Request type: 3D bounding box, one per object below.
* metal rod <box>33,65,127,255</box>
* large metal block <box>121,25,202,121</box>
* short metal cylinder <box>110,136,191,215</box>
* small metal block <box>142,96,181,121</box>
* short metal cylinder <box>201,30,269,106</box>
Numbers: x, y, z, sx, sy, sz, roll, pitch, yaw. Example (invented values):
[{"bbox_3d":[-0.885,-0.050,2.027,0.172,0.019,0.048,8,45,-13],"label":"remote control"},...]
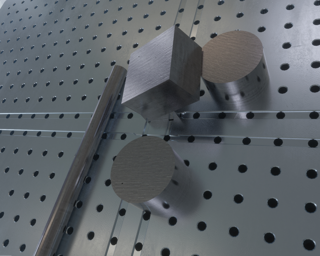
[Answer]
[{"bbox_3d":[-0.106,0.038,0.440,0.025,0.025,0.300,4,63,30],"label":"metal rod"},{"bbox_3d":[0.003,-0.065,0.383,0.080,0.050,0.080,-21,51,41],"label":"large metal block"},{"bbox_3d":[-0.010,0.056,0.363,0.080,0.050,0.080,-13,56,21],"label":"short metal cylinder"},{"bbox_3d":[0.002,-0.039,0.431,0.050,0.025,0.050,-5,60,25],"label":"small metal block"},{"bbox_3d":[0.092,-0.075,0.390,0.080,0.050,0.080,-13,56,21],"label":"short metal cylinder"}]
